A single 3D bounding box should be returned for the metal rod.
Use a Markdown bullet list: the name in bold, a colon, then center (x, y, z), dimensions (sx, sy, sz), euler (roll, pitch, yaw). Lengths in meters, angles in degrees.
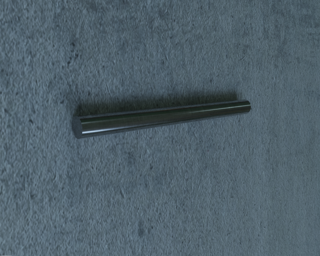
- **metal rod**: center (0.027, -0.018, 0.425), dimensions (0.302, 0.025, 0.025), euler (-9, 96, -40)
